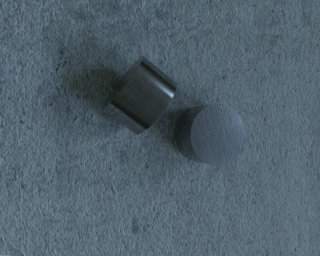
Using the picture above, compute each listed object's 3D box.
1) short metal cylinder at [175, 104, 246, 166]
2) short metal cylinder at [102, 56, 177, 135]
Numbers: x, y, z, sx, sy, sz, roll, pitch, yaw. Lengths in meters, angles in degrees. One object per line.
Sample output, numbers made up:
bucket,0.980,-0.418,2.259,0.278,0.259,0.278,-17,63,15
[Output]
short metal cylinder,0.067,0.009,0.420,0.081,0.050,0.080,0,90,-20
short metal cylinder,-0.025,-0.039,0.370,0.050,0.080,0.080,37,78,-17
